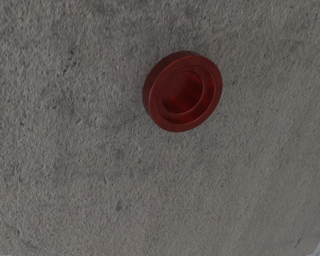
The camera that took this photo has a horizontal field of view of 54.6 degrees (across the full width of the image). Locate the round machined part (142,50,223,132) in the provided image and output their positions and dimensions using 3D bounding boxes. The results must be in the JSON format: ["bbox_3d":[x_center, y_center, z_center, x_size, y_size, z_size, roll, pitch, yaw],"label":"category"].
[{"bbox_3d":[0.024,-0.047,0.379,0.099,0.042,0.097,-14,124,-21],"label":"round machined part"}]
